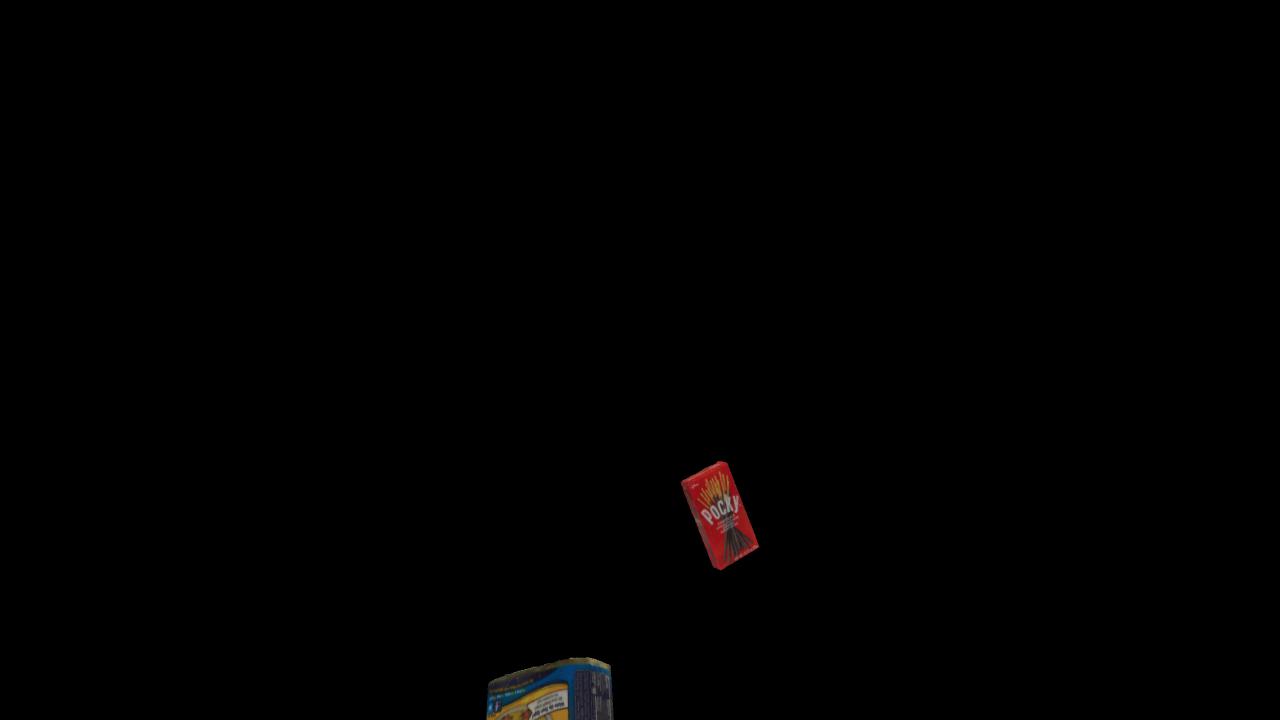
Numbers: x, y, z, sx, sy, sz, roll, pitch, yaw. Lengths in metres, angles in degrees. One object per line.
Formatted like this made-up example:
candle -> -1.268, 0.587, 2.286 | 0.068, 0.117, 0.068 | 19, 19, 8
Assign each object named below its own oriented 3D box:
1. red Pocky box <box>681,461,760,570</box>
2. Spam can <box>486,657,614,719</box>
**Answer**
red Pocky box -> 0.130, 0.251, 0.996 | 0.083, 0.155, 0.028 | -23, 4, -22
Spam can -> -0.067, 0.275, 0.451 | 0.101, 0.085, 0.058 | -25, -41, 21
